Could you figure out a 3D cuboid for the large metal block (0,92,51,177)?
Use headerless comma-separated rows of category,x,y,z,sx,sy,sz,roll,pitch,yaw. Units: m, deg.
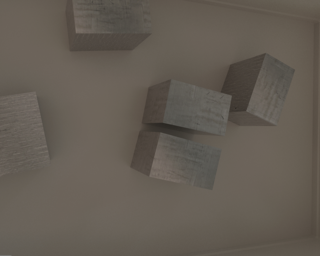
large metal block,-0.168,0.008,0.335,0.081,0.050,0.079,-12,94,-20

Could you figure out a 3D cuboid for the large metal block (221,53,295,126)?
large metal block,0.128,-0.049,0.430,0.050,0.080,0.080,23,82,-19

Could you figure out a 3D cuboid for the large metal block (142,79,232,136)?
large metal block,0.031,-0.023,0.394,0.081,0.080,0.050,12,86,-20

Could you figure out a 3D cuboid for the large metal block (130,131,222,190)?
large metal block,0.017,0.039,0.389,0.081,0.080,0.050,16,85,-20

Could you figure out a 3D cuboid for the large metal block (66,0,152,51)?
large metal block,-0.062,-0.124,0.359,0.081,0.080,0.050,-6,93,-20
